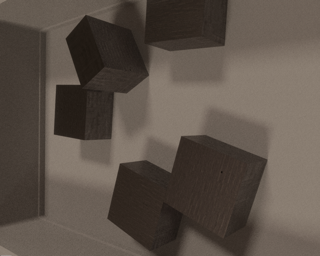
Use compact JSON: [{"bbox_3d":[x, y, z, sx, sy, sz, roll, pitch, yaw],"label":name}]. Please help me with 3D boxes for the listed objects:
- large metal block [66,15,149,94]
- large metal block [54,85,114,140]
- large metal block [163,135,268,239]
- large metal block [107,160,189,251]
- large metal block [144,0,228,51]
[{"bbox_3d":[-0.072,-0.098,0.428,0.050,0.081,0.080,-33,70,35],"label":"large metal block"},{"bbox_3d":[-0.120,-0.026,0.487,0.080,0.050,0.079,7,94,39],"label":"large metal block"},{"bbox_3d":[0.059,0.059,0.340,0.080,0.050,0.079,23,104,37],"label":"large metal block"},{"bbox_3d":[-0.016,0.096,0.401,0.080,0.050,0.079,23,104,37],"label":"large metal block"},{"bbox_3d":[0.031,-0.138,0.364,0.080,0.050,0.079,6,94,39],"label":"large metal block"}]
